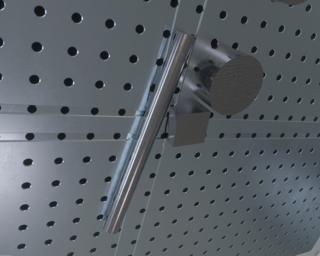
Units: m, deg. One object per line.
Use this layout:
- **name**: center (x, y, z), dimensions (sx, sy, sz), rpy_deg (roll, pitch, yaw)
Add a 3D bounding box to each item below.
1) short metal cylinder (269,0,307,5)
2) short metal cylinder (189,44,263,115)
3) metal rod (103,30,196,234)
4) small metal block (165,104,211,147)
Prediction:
- **short metal cylinder**: center (0.147, -0.189, 0.359), dimensions (0.081, 0.050, 0.079), rpy_deg (-14, 124, -21)
- **short metal cylinder**: center (0.085, -0.063, 0.403), dimensions (0.081, 0.050, 0.079), rpy_deg (-14, 124, -21)
- **metal rod**: center (-0.021, 0.020, 0.412), dimensions (0.025, 0.025, 0.298), rpy_deg (8, 114, -32)
- **small metal block**: center (0.038, -0.004, 0.430), dimensions (0.050, 0.025, 0.050), rpy_deg (-7, 122, -25)
